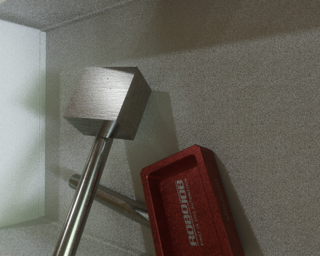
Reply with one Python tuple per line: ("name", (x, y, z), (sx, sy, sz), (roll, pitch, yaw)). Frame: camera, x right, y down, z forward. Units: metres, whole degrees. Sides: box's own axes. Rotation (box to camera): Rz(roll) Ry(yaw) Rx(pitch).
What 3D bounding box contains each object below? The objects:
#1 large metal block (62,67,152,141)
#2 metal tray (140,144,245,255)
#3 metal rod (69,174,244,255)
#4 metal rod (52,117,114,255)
("large metal block", (-0.067, -0.034, 0.410), (0.080, 0.050, 0.080), (5, 62, 25))
("metal tray", (0.031, 0.095, 0.352), (0.090, 0.030, 0.130), (-28, 62, 28))
("metal rod", (-0.029, 0.117, 0.428), (0.300, 0.025, 0.025), (13, 99, 38))
("metal rod", (-0.097, 0.090, 0.392), (0.025, 0.025, 0.300), (-10, 54, 39))
